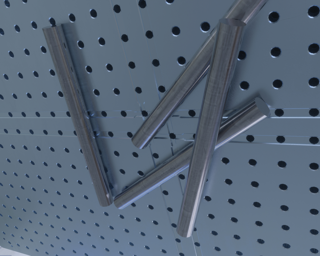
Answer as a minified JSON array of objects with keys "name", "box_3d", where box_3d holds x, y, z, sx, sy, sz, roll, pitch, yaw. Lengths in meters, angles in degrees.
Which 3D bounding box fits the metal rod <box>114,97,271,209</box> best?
[{"name":"metal rod","box_3d":[0.022,0.051,0.431,0.025,0.025,0.299,47,129,-5]}]

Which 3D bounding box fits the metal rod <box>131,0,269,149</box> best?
[{"name":"metal rod","box_3d":[0.045,-0.070,0.344,0.025,0.025,0.298,40,129,1]}]

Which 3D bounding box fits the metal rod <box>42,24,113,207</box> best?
[{"name":"metal rod","box_3d":[-0.117,-0.002,0.472,0.025,0.025,0.298,4,121,26]}]

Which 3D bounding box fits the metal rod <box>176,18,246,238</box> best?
[{"name":"metal rod","box_3d":[0.051,0.026,0.366,0.025,0.025,0.298,19,126,17]}]
